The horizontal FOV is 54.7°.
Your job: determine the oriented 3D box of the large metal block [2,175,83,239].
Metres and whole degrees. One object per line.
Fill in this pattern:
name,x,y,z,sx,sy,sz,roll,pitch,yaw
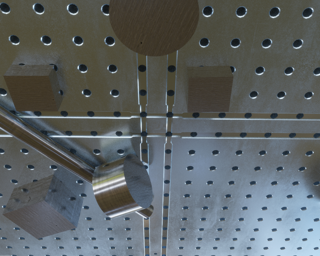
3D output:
large metal block,-0.187,0.130,0.504,0.080,0.050,0.080,-20,128,16

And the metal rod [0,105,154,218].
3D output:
metal rod,-0.120,0.059,0.460,0.025,0.025,0.301,-34,123,25

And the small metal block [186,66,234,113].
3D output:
small metal block,0.058,-0.046,0.373,0.050,0.025,0.050,-2,130,1

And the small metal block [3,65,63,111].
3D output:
small metal block,-0.149,-0.047,0.370,0.050,0.025,0.050,0,130,0

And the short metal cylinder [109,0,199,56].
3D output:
short metal cylinder,-0.005,-0.116,0.296,0.081,0.050,0.079,0,130,0

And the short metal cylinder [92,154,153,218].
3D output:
short metal cylinder,-0.052,0.083,0.446,0.050,0.080,0.080,-22,127,17
